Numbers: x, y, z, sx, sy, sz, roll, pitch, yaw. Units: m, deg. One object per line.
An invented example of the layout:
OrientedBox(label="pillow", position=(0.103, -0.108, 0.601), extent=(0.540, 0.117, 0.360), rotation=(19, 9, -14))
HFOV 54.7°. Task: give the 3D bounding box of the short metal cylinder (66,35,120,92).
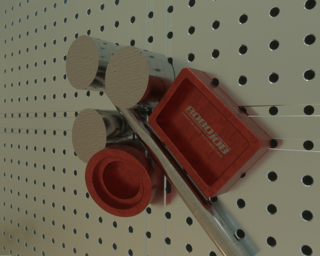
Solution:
OrientedBox(label="short metal cylinder", position=(-0.100, -0.097, 0.476), extent=(0.080, 0.050, 0.080), rotation=(0, 90, 40))

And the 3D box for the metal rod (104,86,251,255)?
OrientedBox(label="metal rod", position=(0.008, 0.043, 0.403), extent=(0.300, 0.025, 0.025), rotation=(52, 120, 27))

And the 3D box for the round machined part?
OrientedBox(label="round machined part", position=(-0.049, 0.068, 0.425), extent=(0.098, 0.042, 0.097), rotation=(6, 107, 19))

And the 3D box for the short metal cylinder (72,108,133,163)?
OrientedBox(label="short metal cylinder", position=(-0.087, 0.011, 0.465), extent=(0.080, 0.050, 0.080), rotation=(0, 90, 40))

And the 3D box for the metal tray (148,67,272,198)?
OrientedBox(label="metal tray", position=(0.051, 0.003, 0.363), extent=(0.130, 0.030, 0.090), rotation=(51, 120, 27))

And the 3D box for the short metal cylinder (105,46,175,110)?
OrientedBox(label="short metal cylinder", position=(-0.028, -0.065, 0.415), extent=(0.080, 0.050, 0.080), rotation=(0, 90, 40))
